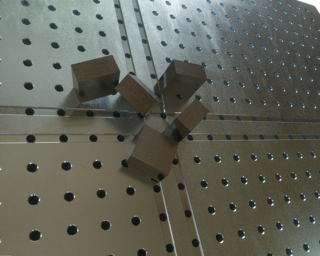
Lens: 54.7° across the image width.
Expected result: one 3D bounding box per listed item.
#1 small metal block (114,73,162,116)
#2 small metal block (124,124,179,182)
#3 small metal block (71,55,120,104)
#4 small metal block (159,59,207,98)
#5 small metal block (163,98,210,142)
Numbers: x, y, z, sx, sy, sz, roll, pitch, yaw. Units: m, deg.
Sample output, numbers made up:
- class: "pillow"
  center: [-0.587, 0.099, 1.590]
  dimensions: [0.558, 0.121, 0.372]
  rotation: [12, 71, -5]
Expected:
- class: "small metal block"
  center: [-0.026, -0.043, 0.404]
  dimensions: [0.050, 0.025, 0.050]
  rotation: [43, 9, 1]
- class: "small metal block"
  center: [-0.010, 0.031, 0.385]
  dimensions: [0.050, 0.025, 0.050]
  rotation: [29, 52, -10]
- class: "small metal block"
  center: [-0.079, -0.059, 0.380]
  dimensions: [0.050, 0.050, 0.025]
  rotation: [-19, 71, -20]
- class: "small metal block"
  center: [0.033, -0.071, 0.455]
  dimensions: [0.050, 0.050, 0.025]
  rotation: [6, 59, -25]
- class: "small metal block"
  center: [0.033, -0.006, 0.415]
  dimensions: [0.025, 0.050, 0.050]
  rotation: [44, 51, 2]
